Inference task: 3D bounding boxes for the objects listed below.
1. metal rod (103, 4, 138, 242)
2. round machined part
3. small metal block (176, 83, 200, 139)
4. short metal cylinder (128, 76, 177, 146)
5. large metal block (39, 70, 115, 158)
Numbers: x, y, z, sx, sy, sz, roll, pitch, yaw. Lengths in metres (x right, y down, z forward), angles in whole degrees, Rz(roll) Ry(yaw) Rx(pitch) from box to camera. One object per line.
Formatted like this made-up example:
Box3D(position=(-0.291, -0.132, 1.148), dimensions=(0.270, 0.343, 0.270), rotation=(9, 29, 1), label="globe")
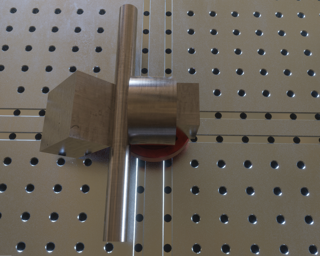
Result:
Box3D(position=(-0.045, -0.022, 0.375), dimensions=(0.025, 0.025, 0.299), rotation=(1, 70, 0), label="metal rod")
Box3D(position=(-0.008, -0.003, 0.402), dimensions=(0.099, 0.042, 0.098), rotation=(0, 70, -1), label="round machined part")
Box3D(position=(0.030, -0.019, 0.361), dimensions=(0.025, 0.050, 0.050), rotation=(1, 70, 0), label="small metal block")
Box3D(position=(-0.008, -0.020, 0.358), dimensions=(0.050, 0.080, 0.080), rotation=(1, 70, 0), label="short metal cylinder")
Box3D(position=(-0.102, -0.013, 0.380), dimensions=(0.050, 0.080, 0.080), rotation=(18, 64, -38), label="large metal block")
